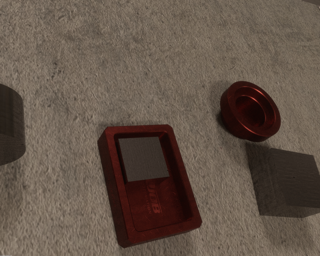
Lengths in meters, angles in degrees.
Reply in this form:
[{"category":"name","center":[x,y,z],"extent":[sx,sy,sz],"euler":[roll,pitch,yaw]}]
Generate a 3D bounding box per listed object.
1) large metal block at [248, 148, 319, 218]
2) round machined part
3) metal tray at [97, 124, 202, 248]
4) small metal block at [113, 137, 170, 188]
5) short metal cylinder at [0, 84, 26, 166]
[{"category":"large metal block","center":[0.181,0.080,0.439],"extent":[0.081,0.050,0.080],"euler":[10,57,-23]},{"category":"round machined part","center":[0.134,-0.021,0.481],"extent":[0.099,0.042,0.098],"euler":[14,56,-21]},{"category":"metal tray","center":[-0.014,0.060,0.357],"extent":[0.091,0.030,0.130],"euler":[-3,63,-30]},{"category":"small metal block","center":[-0.023,0.039,0.352],"extent":[0.050,0.025,0.050],"euler":[-2,63,-30]},{"category":"short metal cylinder","center":[-0.166,-0.001,0.280],"extent":[0.081,0.080,0.050],"euler":[0,62,-29]}]
